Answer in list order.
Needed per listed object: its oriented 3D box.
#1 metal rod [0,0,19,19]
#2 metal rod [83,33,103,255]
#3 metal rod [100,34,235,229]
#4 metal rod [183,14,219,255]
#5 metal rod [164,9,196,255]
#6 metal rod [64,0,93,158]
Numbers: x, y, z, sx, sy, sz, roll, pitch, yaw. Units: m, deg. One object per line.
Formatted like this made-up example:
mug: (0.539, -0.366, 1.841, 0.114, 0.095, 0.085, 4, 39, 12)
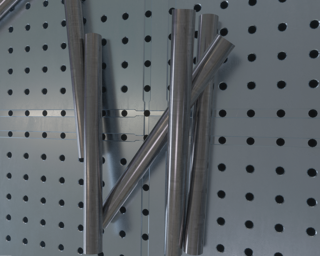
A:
metal rod: (-0.238, -0.213, 0.497, 0.300, 0.025, 0.025, -35, 79, 16)
metal rod: (-0.092, 0.016, 0.429, 0.025, 0.025, 0.299, -4, 82, 20)
metal rod: (-0.005, 0.017, 0.398, 0.025, 0.025, 0.299, 40, 109, 15)
metal rod: (0.052, 0.009, 0.394, 0.025, 0.025, 0.298, 4, 91, 20)
metal rod: (0.021, 0.019, 0.366, 0.025, 0.025, 0.298, 8, 107, 20)
metal rod: (-0.121, -0.106, 0.455, 0.025, 0.025, 0.298, -7, 88, 20)
